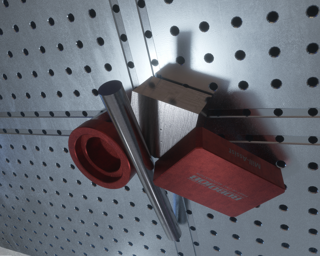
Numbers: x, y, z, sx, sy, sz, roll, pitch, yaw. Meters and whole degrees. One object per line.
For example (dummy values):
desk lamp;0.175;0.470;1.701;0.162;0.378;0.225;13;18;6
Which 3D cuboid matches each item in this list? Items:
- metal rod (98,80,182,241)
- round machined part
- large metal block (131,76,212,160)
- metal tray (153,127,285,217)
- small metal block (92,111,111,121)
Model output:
metal rod;-0.013;0.066;0.403;0.025;0.025;0.299;6;137;25
round machined part;-0.071;0.031;0.417;0.098;0.042;0.097;15;126;22
large metal block;0.010;-0.008;0.381;0.080;0.050;0.079;21;126;15
metal tray;0.069;0.058;0.370;0.131;0.030;0.090;27;133;-21
small metal block;-0.072;0.000;0.445;0.050;0.025;0.050;-24;106;36
